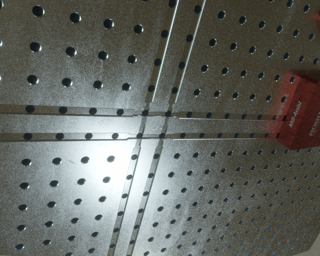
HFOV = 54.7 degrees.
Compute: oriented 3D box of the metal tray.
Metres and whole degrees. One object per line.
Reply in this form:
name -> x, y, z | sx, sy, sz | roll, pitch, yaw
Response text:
metal tray -> 0.268, -0.026, 0.542 | 0.091, 0.030, 0.129 | -5, 121, -27
